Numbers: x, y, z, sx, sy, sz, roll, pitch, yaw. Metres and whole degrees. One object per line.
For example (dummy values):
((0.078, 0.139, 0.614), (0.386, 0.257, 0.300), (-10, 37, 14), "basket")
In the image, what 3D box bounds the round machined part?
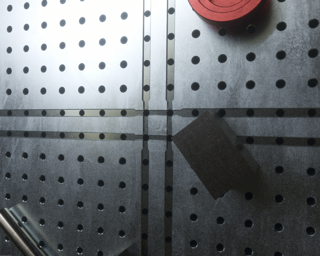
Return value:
((0.083, -0.170, 0.374), (0.098, 0.042, 0.097), (0, 90, 20), "round machined part")

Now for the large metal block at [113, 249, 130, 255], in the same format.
((-0.068, 0.227, 0.423), (0.080, 0.050, 0.080), (-34, 79, 17), "large metal block")

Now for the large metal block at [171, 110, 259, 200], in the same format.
((0.067, 0.028, 0.360), (0.050, 0.080, 0.080), (-38, 78, 16), "large metal block")

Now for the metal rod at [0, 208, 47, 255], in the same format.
((-0.152, 0.237, 0.466), (0.300, 0.025, 0.025), (42, 103, 15), "metal rod")
